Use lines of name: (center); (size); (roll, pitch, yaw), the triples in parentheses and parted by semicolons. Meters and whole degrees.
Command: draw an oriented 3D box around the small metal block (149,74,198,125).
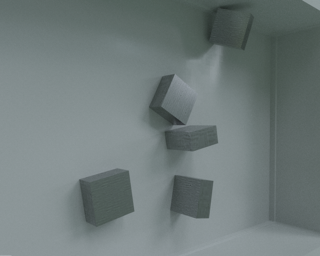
small metal block: (0.019, -0.038, 0.423); (0.050, 0.025, 0.050); (35, 68, -35)

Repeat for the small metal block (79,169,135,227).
small metal block: (-0.060, 0.078, 0.356); (0.050, 0.025, 0.050); (-12, 98, -39)

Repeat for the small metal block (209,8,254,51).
small metal block: (0.108, -0.149, 0.468); (0.025, 0.050, 0.050); (-10, 116, -63)

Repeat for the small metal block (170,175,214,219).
small metal block: (0.043, 0.094, 0.427); (0.025, 0.050, 0.050); (13, 82, -39)

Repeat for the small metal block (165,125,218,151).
small metal block: (0.043, 0.013, 0.426); (0.050, 0.050, 0.025); (-13, 99, -39)
